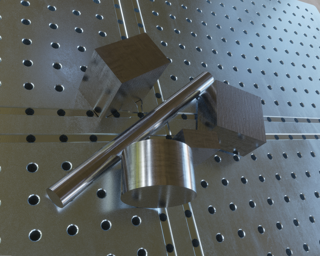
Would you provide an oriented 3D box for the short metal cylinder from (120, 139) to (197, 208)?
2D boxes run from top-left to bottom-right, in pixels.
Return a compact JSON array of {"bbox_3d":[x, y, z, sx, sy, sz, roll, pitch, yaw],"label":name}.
[{"bbox_3d":[-0.002,0.052,0.340,0.081,0.080,0.050,11,57,-23],"label":"short metal cylinder"}]

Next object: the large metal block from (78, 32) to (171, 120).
[{"bbox_3d":[-0.046,-0.065,0.390,0.081,0.080,0.050,-32,80,-38],"label":"large metal block"}]

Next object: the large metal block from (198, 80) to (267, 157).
[{"bbox_3d":[0.103,-0.013,0.455,0.081,0.050,0.080,18,55,-18],"label":"large metal block"}]

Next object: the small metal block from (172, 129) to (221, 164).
[{"bbox_3d":[0.041,0.025,0.401,0.050,0.050,0.025,5,60,-26],"label":"small metal block"}]

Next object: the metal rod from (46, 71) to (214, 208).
[{"bbox_3d":[-0.015,-0.005,0.404,0.025,0.025,0.302,47,51,4],"label":"metal rod"}]
